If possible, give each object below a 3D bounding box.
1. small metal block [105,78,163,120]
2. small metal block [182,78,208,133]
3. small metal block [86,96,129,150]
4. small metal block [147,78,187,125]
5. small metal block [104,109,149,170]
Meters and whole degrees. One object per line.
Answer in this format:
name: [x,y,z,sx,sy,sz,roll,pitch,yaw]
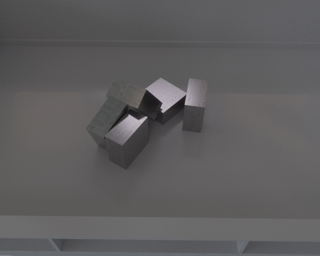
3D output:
small metal block: [-0.032,-0.036,0.396,0.050,0.050,0.025,22,85,26]
small metal block: [0.047,-0.030,0.414,0.025,0.050,0.050,8,51,6]
small metal block: [-0.060,-0.003,0.383,0.025,0.050,0.050,26,70,16]
small metal block: [0.003,-0.038,0.437,0.050,0.025,0.050,35,58,26]
small metal block: [-0.039,0.014,0.377,0.025,0.050,0.050,26,55,20]
